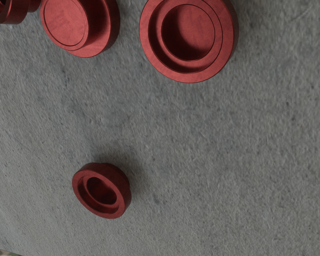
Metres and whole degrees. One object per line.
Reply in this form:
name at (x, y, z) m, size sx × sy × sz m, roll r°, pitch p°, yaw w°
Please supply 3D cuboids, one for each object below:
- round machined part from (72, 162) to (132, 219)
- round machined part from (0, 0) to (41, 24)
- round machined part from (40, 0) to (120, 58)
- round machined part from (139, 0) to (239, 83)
round machined part at (-0.088, 0.095, 0.499) m, size 0.098 × 0.042 × 0.097 m, roll 13°, pitch 124°, yaw 20°
round machined part at (-0.173, -0.172, 0.363) m, size 0.098 × 0.042 × 0.097 m, roll 14°, pitch 111°, yaw 41°
round machined part at (-0.100, -0.130, 0.366) m, size 0.098 × 0.042 × 0.097 m, roll 13°, pitch 124°, yaw 20°
round machined part at (0.032, -0.099, 0.317) m, size 0.098 × 0.042 × 0.097 m, roll 13°, pitch 124°, yaw 20°
